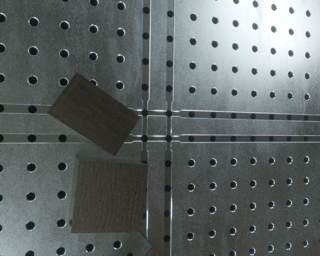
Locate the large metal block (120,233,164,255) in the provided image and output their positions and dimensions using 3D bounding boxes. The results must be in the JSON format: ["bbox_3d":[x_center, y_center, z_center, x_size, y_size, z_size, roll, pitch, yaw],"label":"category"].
[{"bbox_3d":[-0.019,0.197,0.393,0.080,0.050,0.080,-46,105,-14],"label":"large metal block"}]

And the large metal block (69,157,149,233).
[{"bbox_3d":[-0.064,0.079,0.376,0.081,0.050,0.080,6,88,-20],"label":"large metal block"}]

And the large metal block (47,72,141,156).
[{"bbox_3d":[-0.079,-0.013,0.354,0.080,0.080,0.050,36,79,-17],"label":"large metal block"}]
